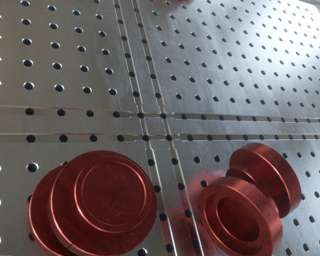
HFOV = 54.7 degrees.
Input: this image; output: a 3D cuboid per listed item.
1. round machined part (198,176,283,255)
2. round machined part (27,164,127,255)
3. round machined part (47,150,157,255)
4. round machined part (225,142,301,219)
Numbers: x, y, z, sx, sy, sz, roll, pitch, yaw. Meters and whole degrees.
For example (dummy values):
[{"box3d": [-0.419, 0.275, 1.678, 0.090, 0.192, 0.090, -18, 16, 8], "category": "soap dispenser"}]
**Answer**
[{"box3d": [0.094, 0.100, 0.353, 0.042, 0.097, 0.098, -25, 75, -37], "category": "round machined part"}, {"box3d": [-0.077, 0.079, 0.309, 0.099, 0.042, 0.098, 14, 56, -21], "category": "round machined part"}, {"box3d": [-0.047, 0.064, 0.280, 0.099, 0.042, 0.098, 14, 56, -21], "category": "round machined part"}, {"box3d": [0.121, 0.071, 0.388, 0.042, 0.098, 0.098, -26, 76, -23], "category": "round machined part"}]
